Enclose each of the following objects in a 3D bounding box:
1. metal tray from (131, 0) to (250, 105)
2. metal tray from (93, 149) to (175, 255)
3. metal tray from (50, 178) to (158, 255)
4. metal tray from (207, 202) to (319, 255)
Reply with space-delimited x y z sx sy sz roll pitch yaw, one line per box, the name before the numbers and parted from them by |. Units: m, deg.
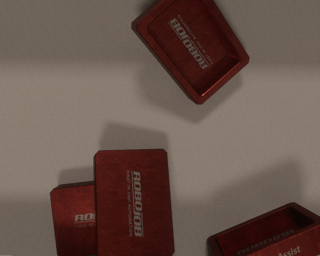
metal tray | 0.040 -0.104 0.380 0.090 0.030 0.130 -42 117 1
metal tray | -0.034 0.093 0.382 0.091 0.030 0.129 0 77 -16
metal tray | -0.070 0.115 0.408 0.131 0.030 0.089 -7 90 -1
metal tray | 0.129 0.140 0.380 0.131 0.090 0.030 -23 90 -1
